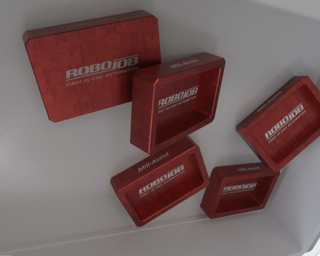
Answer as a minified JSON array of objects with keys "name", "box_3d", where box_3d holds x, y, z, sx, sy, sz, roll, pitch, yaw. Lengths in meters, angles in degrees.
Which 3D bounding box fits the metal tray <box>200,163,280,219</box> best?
[{"name":"metal tray","box_3d":[0.143,0.109,0.550,0.131,0.030,0.089,-1,119,-28]}]

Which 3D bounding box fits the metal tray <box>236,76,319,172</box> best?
[{"name":"metal tray","box_3d":[0.196,-0.007,0.481,0.130,0.030,0.090,-41,100,-1]}]

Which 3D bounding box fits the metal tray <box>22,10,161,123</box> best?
[{"name":"metal tray","box_3d":[-0.064,-0.066,0.329,0.131,0.030,0.089,-18,126,-18]}]

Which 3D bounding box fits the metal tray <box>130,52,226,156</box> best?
[{"name":"metal tray","box_3d":[0.024,-0.033,0.365,0.131,0.030,0.089,-25,132,-43]}]

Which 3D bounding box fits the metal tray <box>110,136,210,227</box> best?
[{"name":"metal tray","box_3d":[0.004,0.080,0.456,0.131,0.030,0.090,-29,128,-10]}]
